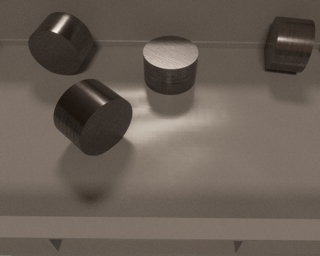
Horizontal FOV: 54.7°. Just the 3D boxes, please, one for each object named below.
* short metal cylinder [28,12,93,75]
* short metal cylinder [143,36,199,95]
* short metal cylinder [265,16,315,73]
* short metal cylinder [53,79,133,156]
[{"bbox_3d":[-0.151,-0.128,0.475,0.080,0.080,0.050,10,51,8],"label":"short metal cylinder"},{"bbox_3d":[0.016,-0.095,0.469,0.081,0.050,0.080,0,50,0],"label":"short metal cylinder"},{"bbox_3d":[0.199,-0.129,0.480,0.050,0.080,0.080,8,51,6],"label":"short metal cylinder"},{"bbox_3d":[-0.080,-0.013,0.379,0.050,0.080,0.080,36,59,26],"label":"short metal cylinder"}]
